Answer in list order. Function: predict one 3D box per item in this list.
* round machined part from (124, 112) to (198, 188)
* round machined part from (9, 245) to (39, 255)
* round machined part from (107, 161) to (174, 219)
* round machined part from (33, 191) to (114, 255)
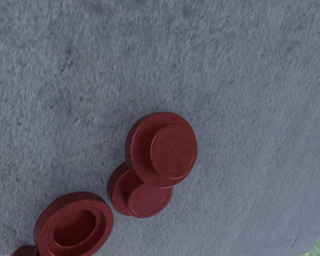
[{"bbox_3d":[0.008,0.028,0.394,0.099,0.042,0.097,-1,91,-30],"label":"round machined part"},{"bbox_3d":[-0.149,0.190,0.397,0.042,0.098,0.098,-41,130,-1],"label":"round machined part"},{"bbox_3d":[-0.022,0.089,0.441,0.099,0.042,0.097,-14,125,-21],"label":"round machined part"},{"bbox_3d":[-0.114,0.125,0.405,0.099,0.042,0.097,-16,120,-30],"label":"round machined part"}]
